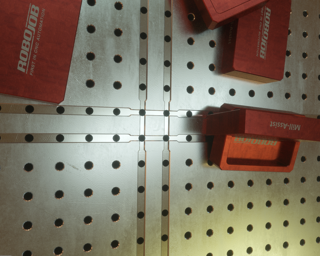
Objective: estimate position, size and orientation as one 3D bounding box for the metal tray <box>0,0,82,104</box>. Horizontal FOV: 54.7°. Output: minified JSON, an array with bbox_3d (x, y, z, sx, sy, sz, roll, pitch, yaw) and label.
[{"bbox_3d":[-0.147,-0.098,0.356,0.091,0.030,0.129,10,86,-20],"label":"metal tray"}]

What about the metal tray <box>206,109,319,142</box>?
[{"bbox_3d":[0.142,0.000,0.431,0.131,0.090,0.030,6,85,-20],"label":"metal tray"}]

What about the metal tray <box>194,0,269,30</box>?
[{"bbox_3d":[0.082,-0.212,0.419,0.090,0.030,0.129,-26,90,-5],"label":"metal tray"}]

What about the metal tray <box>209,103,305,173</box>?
[{"bbox_3d":[0.144,0.016,0.452,0.131,0.030,0.089,5,103,-21],"label":"metal tray"}]

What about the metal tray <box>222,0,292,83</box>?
[{"bbox_3d":[0.146,-0.140,0.465,0.091,0.030,0.129,8,87,-20],"label":"metal tray"}]
